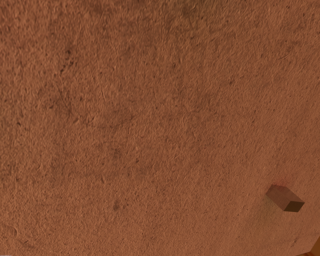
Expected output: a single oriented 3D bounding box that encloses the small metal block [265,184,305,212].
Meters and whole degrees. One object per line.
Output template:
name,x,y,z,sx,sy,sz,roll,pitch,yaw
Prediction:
small metal block,0.249,0.140,0.618,0.050,0.050,0.025,14,111,-35
